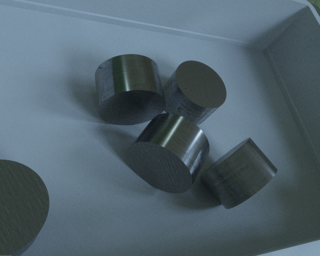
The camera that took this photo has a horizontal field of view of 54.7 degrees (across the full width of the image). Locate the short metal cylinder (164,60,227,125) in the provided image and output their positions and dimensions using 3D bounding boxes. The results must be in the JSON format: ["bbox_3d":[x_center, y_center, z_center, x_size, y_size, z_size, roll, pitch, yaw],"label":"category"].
[{"bbox_3d":[0.047,-0.049,0.445,0.081,0.050,0.080,14,56,-21],"label":"short metal cylinder"}]

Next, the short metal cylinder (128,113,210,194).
[{"bbox_3d":[0.010,0.030,0.358,0.080,0.080,0.050,38,51,-3],"label":"short metal cylinder"}]

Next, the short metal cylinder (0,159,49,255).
[{"bbox_3d":[-0.142,0.074,0.268,0.081,0.050,0.080,14,56,-21],"label":"short metal cylinder"}]

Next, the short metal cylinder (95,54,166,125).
[{"bbox_3d":[-0.037,-0.044,0.377,0.081,0.080,0.050,3,61,-27],"label":"short metal cylinder"}]

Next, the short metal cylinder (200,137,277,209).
[{"bbox_3d":[0.097,0.056,0.388,0.081,0.080,0.050,-33,80,-38],"label":"short metal cylinder"}]
